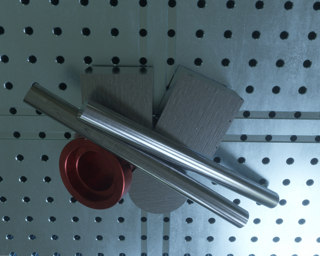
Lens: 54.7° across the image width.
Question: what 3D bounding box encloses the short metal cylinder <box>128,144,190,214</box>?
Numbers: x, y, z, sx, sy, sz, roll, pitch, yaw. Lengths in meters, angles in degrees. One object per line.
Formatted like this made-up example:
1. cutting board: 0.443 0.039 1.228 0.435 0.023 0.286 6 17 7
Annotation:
1. short metal cylinder: -0.001 0.068 0.420 0.081 0.050 0.079 0 110 0

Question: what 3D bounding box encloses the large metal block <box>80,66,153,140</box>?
1. large metal block: -0.049 -0.031 0.381 0.081 0.050 0.079 1 110 -1

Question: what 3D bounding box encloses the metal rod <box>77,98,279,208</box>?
1. metal rod: 0.041 0.042 0.385 0.301 0.025 0.025 27 108 -25

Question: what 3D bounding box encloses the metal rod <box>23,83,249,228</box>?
1. metal rod: -0.017 0.040 0.369 0.301 0.025 0.025 32 107 -13

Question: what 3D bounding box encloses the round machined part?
1. round machined part: -0.080 0.053 0.407 0.098 0.042 0.097 7 108 22

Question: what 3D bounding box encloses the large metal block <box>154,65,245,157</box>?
1. large metal block: 0.044 -0.022 0.387 0.080 0.050 0.080 23 108 -9
